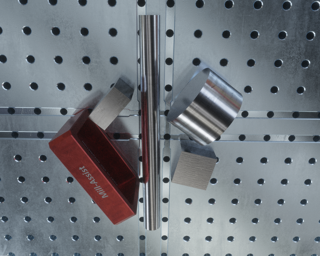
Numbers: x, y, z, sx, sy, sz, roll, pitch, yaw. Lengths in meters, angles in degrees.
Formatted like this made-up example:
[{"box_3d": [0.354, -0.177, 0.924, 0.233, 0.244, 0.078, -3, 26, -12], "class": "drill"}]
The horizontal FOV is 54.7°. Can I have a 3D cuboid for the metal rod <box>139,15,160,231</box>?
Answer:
[{"box_3d": [-0.012, 0.007, 0.415, 0.025, 0.025, 0.298, 0, 110, 0], "class": "metal rod"}]

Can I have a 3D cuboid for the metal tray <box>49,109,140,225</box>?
[{"box_3d": [-0.076, 0.047, 0.394, 0.030, 0.090, 0.130, -31, 108, 10], "class": "metal tray"}]

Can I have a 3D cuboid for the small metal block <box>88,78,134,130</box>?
[{"box_3d": [-0.060, -0.031, 0.387, 0.025, 0.050, 0.050, 40, 105, -14], "class": "small metal block"}]

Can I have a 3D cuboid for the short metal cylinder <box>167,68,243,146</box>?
[{"box_3d": [0.053, -0.026, 0.375, 0.050, 0.080, 0.080, 36, 106, -13], "class": "short metal cylinder"}]

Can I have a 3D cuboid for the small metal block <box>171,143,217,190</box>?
[{"box_3d": [0.047, 0.055, 0.435, 0.050, 0.025, 0.050, 14, 109, -6], "class": "small metal block"}]
